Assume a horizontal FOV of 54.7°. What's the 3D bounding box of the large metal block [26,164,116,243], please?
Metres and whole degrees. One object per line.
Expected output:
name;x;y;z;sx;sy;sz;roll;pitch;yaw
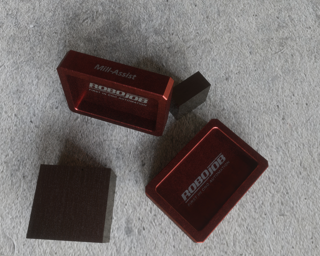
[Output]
large metal block;-0.098;0.089;0.361;0.081;0.050;0.080;3;70;1

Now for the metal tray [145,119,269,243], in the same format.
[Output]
metal tray;0.057;0.063;0.383;0.090;0.030;0.130;42;75;13

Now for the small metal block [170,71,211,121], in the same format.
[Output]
small metal block;0.037;-0.041;0.410;0.050;0.050;0.025;-35;74;-12

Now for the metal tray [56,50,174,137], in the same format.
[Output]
metal tray;-0.053;-0.040;0.385;0.131;0.090;0.030;16;59;5
